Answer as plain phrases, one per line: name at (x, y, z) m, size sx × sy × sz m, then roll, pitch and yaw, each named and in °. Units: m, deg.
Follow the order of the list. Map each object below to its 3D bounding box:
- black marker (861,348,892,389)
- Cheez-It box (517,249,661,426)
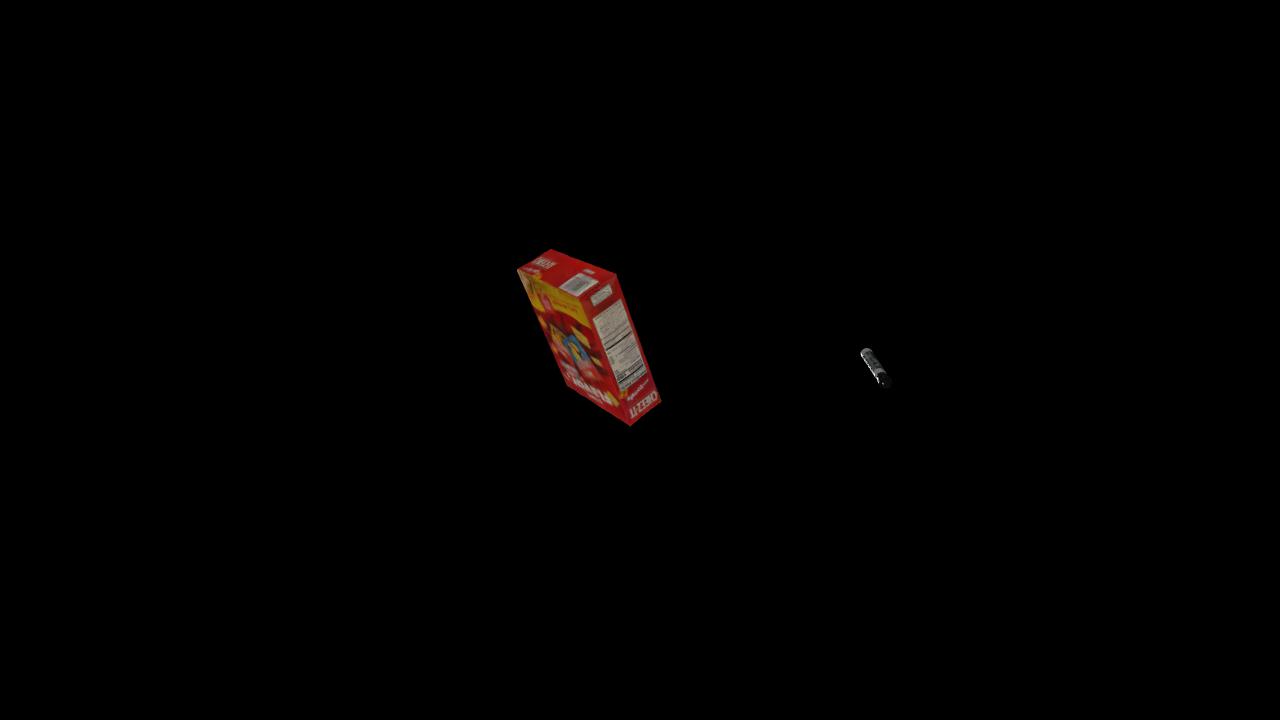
black marker at (0.366, 0.012, 0.954) m, size 0.020 × 0.020 × 0.121 m, roll 0°, pitch 23°, yaw 5°
Cheez-It box at (-0.070, -0.031, 0.862) m, size 0.071 × 0.223 × 0.166 m, roll -36°, pitch 38°, yaw -23°
